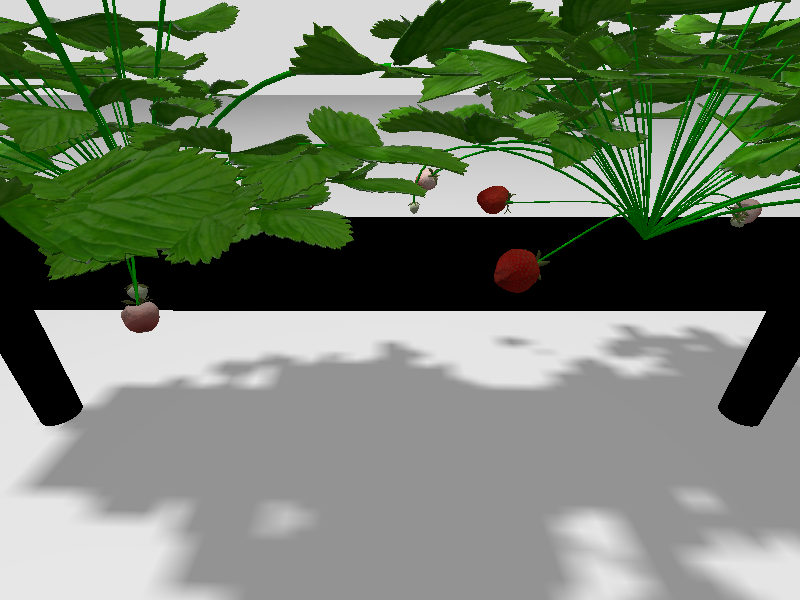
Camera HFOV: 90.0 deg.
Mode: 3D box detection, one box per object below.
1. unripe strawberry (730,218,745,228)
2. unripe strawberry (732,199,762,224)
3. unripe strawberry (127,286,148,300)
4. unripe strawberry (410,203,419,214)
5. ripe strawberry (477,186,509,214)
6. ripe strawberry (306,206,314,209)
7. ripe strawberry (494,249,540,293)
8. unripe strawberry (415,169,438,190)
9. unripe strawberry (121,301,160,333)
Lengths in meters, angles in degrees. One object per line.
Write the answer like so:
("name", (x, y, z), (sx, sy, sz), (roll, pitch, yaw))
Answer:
("unripe strawberry", (0.333, -0.077, 0.395), (0.011, 0.011, 0.013), (46, 6, -33))
("unripe strawberry", (0.356, -0.091, 0.410), (0.025, 0.025, 0.023), (0, 26, -25))
("unripe strawberry", (-0.168, -0.004, 0.256), (0.011, 0.011, 0.010), (-13, 31, -22))
("unripe strawberry", (0.015, -0.095, 0.413), (0.010, 0.011, 0.011), (8, 30, 13))
("ripe strawberry", (0.100, -0.109, 0.433), (0.034, 0.029, 0.034), (17, 33, 29))
("ripe strawberry", (-0.110, -0.114, 0.427), (0.049, 0.042, 0.049), (-18, 33, -30))
("ripe strawberry", (0.077, -0.019, 0.272), (0.032, 0.031, 0.030), (-19, 34, -30))
("unripe strawberry", (0.033, -0.155, 0.521), (0.031, 0.027, 0.031), (-27, 5, -40))
("unripe strawberry", (-0.149, 0.010, 0.231), (0.019, 0.017, 0.017), (-13, -1, -23))
